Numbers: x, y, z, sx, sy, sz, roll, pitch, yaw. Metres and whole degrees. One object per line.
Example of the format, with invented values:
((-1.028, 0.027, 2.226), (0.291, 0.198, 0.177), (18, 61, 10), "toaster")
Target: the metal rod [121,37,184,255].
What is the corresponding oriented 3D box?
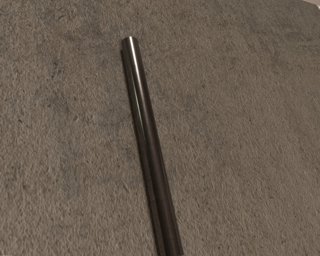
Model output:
((-0.016, 0.006, 0.393), (0.025, 0.025, 0.299), (2, 61, -28), "metal rod")
